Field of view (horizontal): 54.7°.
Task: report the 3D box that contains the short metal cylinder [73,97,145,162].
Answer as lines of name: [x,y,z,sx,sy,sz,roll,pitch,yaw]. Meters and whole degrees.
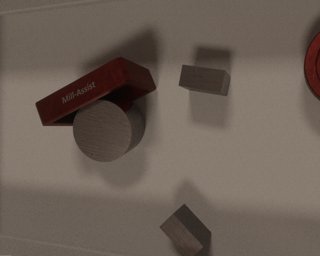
short metal cylinder: [-0.067,0.000,0.413,0.080,0.050,0.079,3,100,15]

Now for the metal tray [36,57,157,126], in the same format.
metal tray: [-0.080,-0.041,0.402,0.130,0.090,0.030,-24,82,18]

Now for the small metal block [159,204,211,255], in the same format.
small metal block: [0.033,0.127,0.385,0.050,0.050,0.025,46,104,14]

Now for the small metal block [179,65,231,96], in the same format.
small metal block: [0.056,-0.057,0.377,0.050,0.050,0.025,12,94,19]

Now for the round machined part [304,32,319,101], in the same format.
round machined part: [0.206,-0.065,0.327,0.098,0.042,0.097,0,89,23]
